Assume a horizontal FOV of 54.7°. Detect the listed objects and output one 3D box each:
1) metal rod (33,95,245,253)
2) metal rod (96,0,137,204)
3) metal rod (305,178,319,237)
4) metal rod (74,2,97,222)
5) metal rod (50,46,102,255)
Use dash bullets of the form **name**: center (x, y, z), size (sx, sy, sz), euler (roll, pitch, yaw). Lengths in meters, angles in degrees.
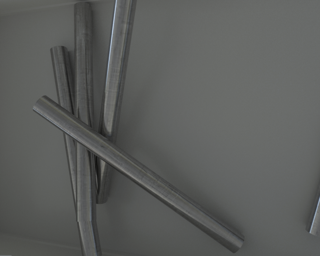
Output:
- **metal rod**: center (-0.028, 0.055, 0.383), size (0.301, 0.025, 0.025), euler (35, 102, 2)
- **metal rod**: center (-0.060, -0.037, 0.391), size (0.025, 0.025, 0.298), euler (18, 111, 19)
- **metal rod**: center (0.211, -0.026, 0.336), size (0.025, 0.025, 0.298), euler (15, 95, 19)
- **metal rod**: center (-0.103, -0.029, 0.420), size (0.025, 0.025, 0.298), euler (-8, 78, 19)
- **metal rod**: center (-0.120, 0.026, 0.434), size (0.025, 0.025, 0.299), euler (-16, 79, 19)
